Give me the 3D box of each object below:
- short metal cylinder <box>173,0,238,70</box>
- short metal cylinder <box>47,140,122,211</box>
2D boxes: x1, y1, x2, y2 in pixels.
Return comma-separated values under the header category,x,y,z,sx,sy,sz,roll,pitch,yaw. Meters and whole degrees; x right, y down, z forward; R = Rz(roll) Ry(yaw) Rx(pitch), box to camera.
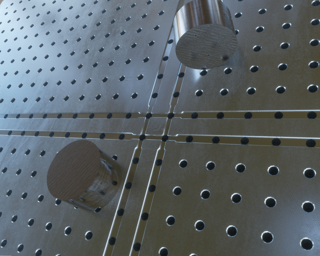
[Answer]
category,x,y,z,sx,sy,sz,roll,pitch,yaw
short metal cylinder,0.060,-0.125,0.417,0.080,0.080,0.050,-15,56,19
short metal cylinder,-0.098,0.062,0.404,0.080,0.050,0.080,-13,56,20
